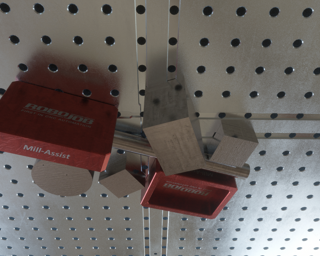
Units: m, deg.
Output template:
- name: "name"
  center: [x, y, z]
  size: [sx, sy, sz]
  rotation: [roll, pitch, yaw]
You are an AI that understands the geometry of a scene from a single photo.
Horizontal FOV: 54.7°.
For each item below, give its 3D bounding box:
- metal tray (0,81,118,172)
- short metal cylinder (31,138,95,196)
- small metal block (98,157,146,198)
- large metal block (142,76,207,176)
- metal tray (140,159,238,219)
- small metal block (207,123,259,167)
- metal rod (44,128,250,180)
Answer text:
- name: "metal tray"
  center: [-0.120, -0.004, 0.363]
  size: [0.131, 0.090, 0.030]
  rotation: [14, 129, -12]
- name: "short metal cylinder"
  center: [-0.132, 0.052, 0.437]
  size: [0.081, 0.050, 0.079]
  rotation: [0, 130, 0]
- name: "small metal block"
  center: [-0.058, 0.077, 0.478]
  size: [0.050, 0.025, 0.050]
  rotation: [-26, 126, 20]
- name: "large metal block"
  center: [0.018, -0.002, 0.375]
  size: [0.050, 0.080, 0.080]
  rotation: [-14, 129, 12]
- name: "metal tray"
  center: [0.044, 0.098, 0.491]
  size: [0.131, 0.030, 0.089]
  rotation: [14, 129, -12]
- name: "small metal block"
  center: [0.101, 0.025, 0.433]
  size: [0.050, 0.025, 0.050]
  rotation: [13, 129, -11]
- name: "metal rod"
  center: [-0.013, 0.028, 0.435]
  size: [0.302, 0.025, 0.025]
  rotation: [15, 129, -13]
